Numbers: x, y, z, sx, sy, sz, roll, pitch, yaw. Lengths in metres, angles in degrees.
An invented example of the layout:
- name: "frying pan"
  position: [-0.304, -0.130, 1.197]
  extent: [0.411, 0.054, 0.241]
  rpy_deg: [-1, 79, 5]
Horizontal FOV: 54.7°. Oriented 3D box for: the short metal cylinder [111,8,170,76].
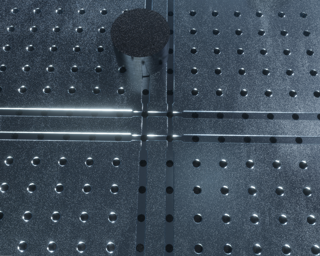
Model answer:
- name: "short metal cylinder"
  position: [-0.027, -0.122, 0.442]
  extent: [0.081, 0.050, 0.080]
  rpy_deg: [0, 70, 0]
